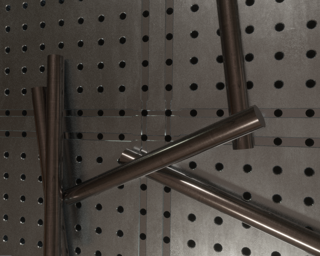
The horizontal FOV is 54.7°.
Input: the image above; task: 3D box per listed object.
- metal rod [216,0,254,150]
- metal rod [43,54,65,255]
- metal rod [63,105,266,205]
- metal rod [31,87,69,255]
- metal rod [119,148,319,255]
[{"bbox_3d":[0.086,-0.123,0.381,0.025,0.025,0.298,-7,88,19],"label":"metal rod"},{"bbox_3d":[-0.153,0.041,0.450,0.025,0.025,0.298,-4,83,19],"label":"metal rod"},{"bbox_3d":[-0.017,0.045,0.385,0.300,0.025,0.025,-26,82,30],"label":"metal rod"},{"bbox_3d":[-0.164,0.087,0.468,0.025,0.025,0.298,-9,87,19],"label":"metal rod"},{"bbox_3d":[0.083,0.094,0.382,0.301,0.025,0.025,22,97,18],"label":"metal rod"}]
